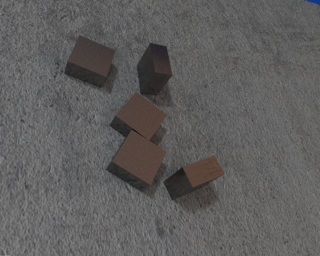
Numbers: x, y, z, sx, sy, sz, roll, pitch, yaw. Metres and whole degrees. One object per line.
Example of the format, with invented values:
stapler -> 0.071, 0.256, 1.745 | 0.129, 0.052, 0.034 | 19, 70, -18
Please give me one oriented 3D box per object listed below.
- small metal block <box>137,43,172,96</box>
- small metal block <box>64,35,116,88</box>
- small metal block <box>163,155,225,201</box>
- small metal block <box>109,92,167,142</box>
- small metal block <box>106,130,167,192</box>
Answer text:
small metal block -> -0.009, -0.081, 0.432 | 0.025, 0.050, 0.050 | 5, 60, -26
small metal block -> -0.092, -0.087, 0.407 | 0.050, 0.025, 0.050 | 21, 54, -16
small metal block -> 0.040, 0.060, 0.372 | 0.050, 0.050, 0.025 | -15, 70, -34
small metal block -> -0.027, -0.010, 0.395 | 0.050, 0.025, 0.050 | 37, 51, -3
small metal block -> -0.027, 0.038, 0.365 | 0.050, 0.025, 0.050 | 33, 52, -7
